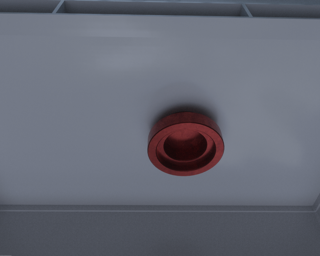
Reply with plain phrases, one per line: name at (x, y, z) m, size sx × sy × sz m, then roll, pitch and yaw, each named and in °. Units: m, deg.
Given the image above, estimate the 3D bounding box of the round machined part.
round machined part at (0.033, 0.017, 0.413) m, size 0.099 × 0.042 × 0.097 m, roll -1°, pitch 130°, yaw 0°
